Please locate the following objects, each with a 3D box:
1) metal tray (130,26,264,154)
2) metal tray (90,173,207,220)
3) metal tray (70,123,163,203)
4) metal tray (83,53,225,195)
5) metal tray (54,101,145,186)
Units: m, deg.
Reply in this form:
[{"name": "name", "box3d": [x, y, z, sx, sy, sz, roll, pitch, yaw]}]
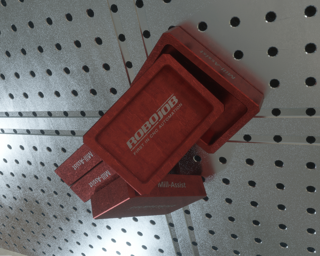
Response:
[{"name": "metal tray", "box3d": [0.040, -0.041, 0.359, 0.130, 0.030, 0.089, 39, 129, 1]}, {"name": "metal tray", "box3d": [-0.013, 0.091, 0.413, 0.090, 0.131, 0.030, -36, 57, 39]}, {"name": "metal tray", "box3d": [-0.057, 0.043, 0.422, 0.030, 0.090, 0.129, 49, 128, -6]}, {"name": "metal tray", "box3d": [-0.006, -0.004, 0.337, 0.090, 0.030, 0.130, 43, 84, -2]}, {"name": "metal tray", "box3d": [-0.078, 0.020, 0.420, 0.030, 0.090, 0.129, 49, 128, -6]}]
